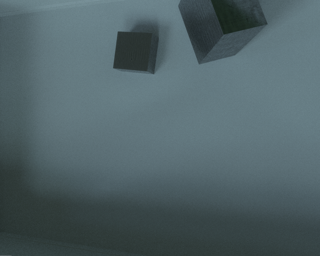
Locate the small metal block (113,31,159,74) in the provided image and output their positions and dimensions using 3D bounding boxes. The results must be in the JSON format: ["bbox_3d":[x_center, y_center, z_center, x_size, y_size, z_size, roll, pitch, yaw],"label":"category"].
[{"bbox_3d":[-0.032,-0.102,0.421,0.050,0.025,0.050,9,93,19],"label":"small metal block"}]

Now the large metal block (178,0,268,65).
[{"bbox_3d":[0.066,-0.129,0.350,0.050,0.080,0.080,-17,84,-13],"label":"large metal block"}]
